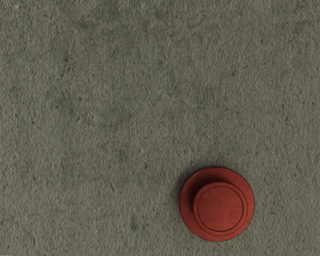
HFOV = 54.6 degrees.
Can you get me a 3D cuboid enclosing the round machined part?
[{"bbox_3d":[0.075,0.100,0.402,0.099,0.042,0.097,0,90,0],"label":"round machined part"}]
